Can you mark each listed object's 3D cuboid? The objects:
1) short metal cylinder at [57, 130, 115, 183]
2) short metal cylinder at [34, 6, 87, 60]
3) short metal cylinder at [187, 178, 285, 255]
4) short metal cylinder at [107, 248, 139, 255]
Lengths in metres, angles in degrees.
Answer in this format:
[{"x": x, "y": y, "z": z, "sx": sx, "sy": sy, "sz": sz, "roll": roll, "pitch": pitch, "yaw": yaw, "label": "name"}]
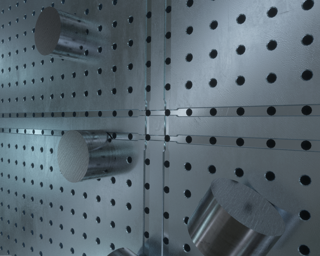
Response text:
[{"x": -0.116, "y": 0.043, "z": 0.486, "sx": 0.080, "sy": 0.050, "sz": 0.079, "roll": 0, "pitch": 90, "yaw": 39, "label": "short metal cylinder"}, {"x": -0.171, "y": -0.160, "z": 0.531, "sx": 0.080, "sy": 0.050, "sz": 0.079, "roll": 0, "pitch": 90, "yaw": 39, "label": "short metal cylinder"}, {"x": 0.075, "y": 0.095, "z": 0.311, "sx": 0.080, "sy": 0.081, "sz": 0.050, "roll": 40, "pitch": 115, "yaw": 32, "label": "short metal cylinder"}, {"x": -0.047, "y": 0.209, "z": 0.411, "sx": 0.050, "sy": 0.081, "sz": 0.079, "roll": 20, "pitch": 103, "yaw": 38, "label": "short metal cylinder"}]
